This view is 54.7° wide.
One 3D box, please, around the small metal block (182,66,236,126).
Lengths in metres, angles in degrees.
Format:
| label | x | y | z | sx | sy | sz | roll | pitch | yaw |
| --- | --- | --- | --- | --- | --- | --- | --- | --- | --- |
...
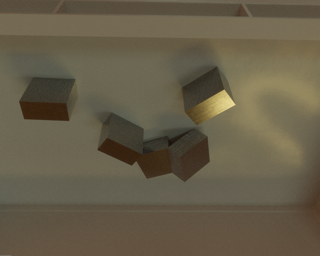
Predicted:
| label | x | y | z | sx | sy | sz | roll | pitch | yaw |
| --- | --- | --- | --- | --- | --- | --- | --- | --- | --- |
| small metal block | 0.055 | -0.038 | 0.361 | 0.050 | 0.050 | 0.025 | -30 | 124 | 22 |

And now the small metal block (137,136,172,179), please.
| label | x | y | z | sx | sy | sz | roll | pitch | yaw |
| --- | --- | --- | --- | --- | --- | --- | --- | --- | --- |
| small metal block | -0.004 | 0.043 | 0.446 | 0.050 | 0.025 | 0.050 | -15 | 129 | 12 |

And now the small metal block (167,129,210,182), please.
| label | x | y | z | sx | sy | sz | roll | pitch | yaw |
| --- | --- | --- | --- | --- | --- | --- | --- | --- | --- |
| small metal block | 0.040 | 0.037 | 0.424 | 0.050 | 0.025 | 0.050 | -34 | 135 | -25 |

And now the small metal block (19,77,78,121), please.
| label | x | y | z | sx | sy | sz | roll | pitch | yaw |
| --- | --- | --- | --- | --- | --- | --- | --- | --- | --- |
| small metal block | -0.128 | -0.034 | 0.361 | 0.050 | 0.050 | 0.025 | 2 | 130 | -3 |

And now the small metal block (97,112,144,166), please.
| label | x | y | z | sx | sy | sz | roll | pitch | yaw |
| --- | --- | --- | --- | --- | --- | --- | --- | --- | --- |
| small metal block | -0.050 | 0.014 | 0.404 | 0.050 | 0.050 | 0.025 | 28 | 124 | -22 |
